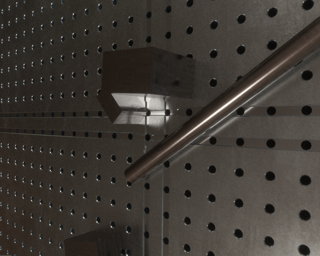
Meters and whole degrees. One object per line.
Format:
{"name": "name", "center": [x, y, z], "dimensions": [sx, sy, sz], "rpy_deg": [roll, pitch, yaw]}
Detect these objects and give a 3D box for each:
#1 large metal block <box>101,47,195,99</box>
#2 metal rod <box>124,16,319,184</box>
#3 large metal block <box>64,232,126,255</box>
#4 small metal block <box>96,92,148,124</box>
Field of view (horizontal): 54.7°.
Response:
{"name": "large metal block", "center": [-0.014, -0.065, 0.383], "dimensions": [0.080, 0.081, 0.050], "rpy_deg": [7, 94, 39]}
{"name": "metal rod", "center": [0.057, -0.013, 0.360], "dimensions": [0.299, 0.025, 0.025], "rpy_deg": [-40, 66, 32]}
{"name": "large metal block", "center": [-0.097, 0.206, 0.471], "dimensions": [0.080, 0.050, 0.080], "rpy_deg": [-14, 81, 39]}
{"name": "small metal block", "center": [-0.053, -0.033, 0.434], "dimensions": [0.025, 0.050, 0.050], "rpy_deg": [-49, 61, 29]}
